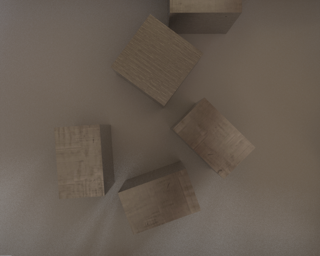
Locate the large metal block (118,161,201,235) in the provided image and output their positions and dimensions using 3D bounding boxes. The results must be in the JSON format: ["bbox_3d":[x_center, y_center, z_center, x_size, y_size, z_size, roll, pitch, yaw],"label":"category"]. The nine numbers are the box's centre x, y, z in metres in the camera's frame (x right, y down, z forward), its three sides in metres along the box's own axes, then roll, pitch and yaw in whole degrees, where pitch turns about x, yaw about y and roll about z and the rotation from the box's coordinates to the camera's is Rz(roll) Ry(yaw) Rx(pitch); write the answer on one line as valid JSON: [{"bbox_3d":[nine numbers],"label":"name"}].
[{"bbox_3d":[-0.001,0.082,0.384,0.080,0.080,0.050,-20,90,0],"label":"large metal block"}]

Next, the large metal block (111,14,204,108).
[{"bbox_3d":[-0.003,-0.082,0.399,0.080,0.050,0.080,36,90,-1],"label":"large metal block"}]

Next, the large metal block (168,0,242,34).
[{"bbox_3d":[0.051,-0.154,0.385,0.081,0.080,0.050,-1,90,-1],"label":"large metal block"}]

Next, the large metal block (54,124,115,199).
[{"bbox_3d":[-0.089,0.037,0.383,0.050,0.080,0.079,-4,90,0],"label":"large metal block"}]

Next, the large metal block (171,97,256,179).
[{"bbox_3d":[0.060,0.011,0.385,0.080,0.080,0.050,45,90,-1],"label":"large metal block"}]
